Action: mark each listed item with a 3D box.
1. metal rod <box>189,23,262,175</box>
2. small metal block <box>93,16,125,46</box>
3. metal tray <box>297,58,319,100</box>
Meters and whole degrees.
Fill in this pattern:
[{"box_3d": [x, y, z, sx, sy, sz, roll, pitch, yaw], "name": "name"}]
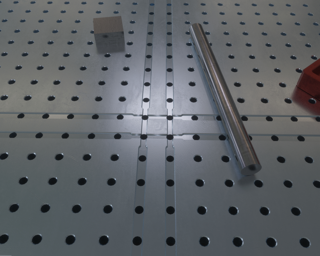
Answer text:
[{"box_3d": [0.086, -0.064, 0.461, 0.025, 0.025, 0.300, -6, 50, -5], "name": "metal rod"}, {"box_3d": [-0.091, -0.174, 0.553, 0.050, 0.025, 0.050, -7, 50, -6], "name": "small metal block"}, {"box_3d": [0.288, -0.080, 0.473, 0.131, 0.030, 0.090, -32, 57, -24], "name": "metal tray"}]
